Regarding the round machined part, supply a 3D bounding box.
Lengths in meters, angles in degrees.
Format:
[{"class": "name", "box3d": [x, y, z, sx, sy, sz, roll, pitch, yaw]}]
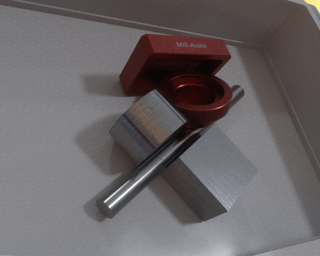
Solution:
[{"class": "round machined part", "box3d": [0.046, -0.036, 0.424, 0.099, 0.042, 0.098, 3, 39, -2]}]

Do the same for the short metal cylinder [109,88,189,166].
[{"class": "short metal cylinder", "box3d": [-0.012, -0.001, 0.364, 0.050, 0.080, 0.080, 48, 51, 4]}]

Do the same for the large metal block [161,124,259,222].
[{"class": "large metal block", "box3d": [0.062, 0.055, 0.388, 0.080, 0.050, 0.080, 48, 51, 5]}]

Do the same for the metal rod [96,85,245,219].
[{"class": "metal rod", "box3d": [0.035, 0.012, 0.417, 0.025, 0.025, 0.302, 48, 51, 5]}]

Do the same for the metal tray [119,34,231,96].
[{"class": "metal tray", "box3d": [0.021, -0.083, 0.424, 0.131, 0.090, 0.030, -7, 65, -32]}]
